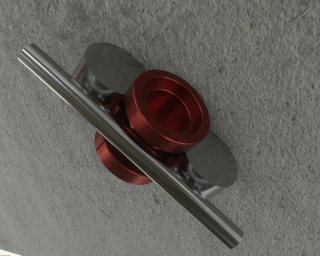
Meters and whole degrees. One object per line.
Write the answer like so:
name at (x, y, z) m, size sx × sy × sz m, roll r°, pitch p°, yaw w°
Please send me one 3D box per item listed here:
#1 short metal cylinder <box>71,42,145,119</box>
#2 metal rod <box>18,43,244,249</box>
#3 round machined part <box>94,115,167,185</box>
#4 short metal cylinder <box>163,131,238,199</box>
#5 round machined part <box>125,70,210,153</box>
short metal cylinder at (-0.061, -0.055, 0.369) m, size 0.080 × 0.080 × 0.050 m, roll 43°, pitch 129°, yaw -2°
metal rod at (-0.029, 0.021, 0.332) m, size 0.300 × 0.025 × 0.025 m, roll 42°, pitch 129°, yaw -2°
round machined part at (-0.027, 0.017, 0.383) m, size 0.098 × 0.098 × 0.042 m, roll 43°, pitch 125°, yaw -2°
short metal cylinder at (0.046, 0.046, 0.375) m, size 0.080 × 0.080 × 0.050 m, roll 43°, pitch 129°, yaw -2°
round machined part at (0.005, -0.014, 0.349) m, size 0.098 × 0.098 × 0.042 m, roll 43°, pitch 133°, yaw -2°
